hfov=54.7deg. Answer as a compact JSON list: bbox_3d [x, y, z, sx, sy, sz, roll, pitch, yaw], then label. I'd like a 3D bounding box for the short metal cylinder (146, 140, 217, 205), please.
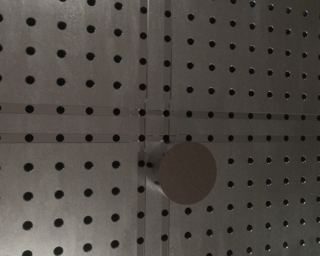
[{"bbox_3d":[0.027,0.056,0.411,0.081,0.050,0.079,0,90,-21],"label":"short metal cylinder"}]
